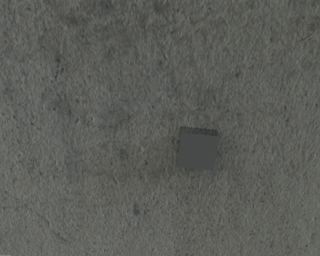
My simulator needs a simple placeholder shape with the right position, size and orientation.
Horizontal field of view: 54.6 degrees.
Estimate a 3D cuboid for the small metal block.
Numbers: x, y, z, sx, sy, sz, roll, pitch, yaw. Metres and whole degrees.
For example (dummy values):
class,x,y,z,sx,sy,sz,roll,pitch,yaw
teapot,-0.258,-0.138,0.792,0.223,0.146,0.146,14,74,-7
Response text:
class,x,y,z,sx,sy,sz,roll,pitch,yaw
small metal block,0.050,0.027,0.420,0.050,0.025,0.050,6,110,-2
